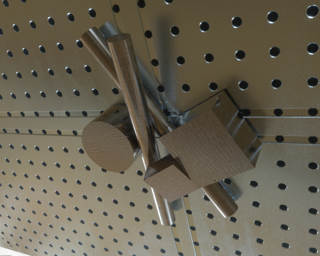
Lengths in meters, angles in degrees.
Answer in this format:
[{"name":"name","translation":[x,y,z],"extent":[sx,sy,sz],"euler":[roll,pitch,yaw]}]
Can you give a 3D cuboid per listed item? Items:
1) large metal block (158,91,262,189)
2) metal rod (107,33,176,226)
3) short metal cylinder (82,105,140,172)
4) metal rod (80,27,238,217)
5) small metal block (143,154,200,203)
[{"name":"large metal block","translation":[0.060,0.016,0.368],"extent":[0.080,0.050,0.080],"euler":[-30,102,38]},{"name":"metal rod","translation":[-0.015,0.026,0.405],"extent":[0.025,0.025,0.298],"euler":[6,129,25]},{"name":"short metal cylinder","translation":[-0.060,0.014,0.431],"extent":[0.080,0.050,0.079],"euler":[13,124,20]},{"name":"metal rod","translation":[0.004,-0.001,0.403],"extent":[0.025,0.025,0.300],"euler":[-32,102,38]},{"name":"small metal block","translation":[0.016,0.063,0.396],"extent":[0.050,0.025,0.050],"euler":[-33,115,30]}]
